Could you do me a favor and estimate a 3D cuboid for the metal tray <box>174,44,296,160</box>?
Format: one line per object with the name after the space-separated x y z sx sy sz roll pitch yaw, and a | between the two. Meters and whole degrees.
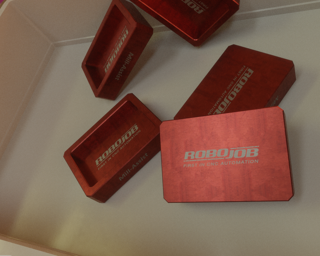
0.090 -0.035 0.376 0.090 0.030 0.130 30 78 37 | metal tray

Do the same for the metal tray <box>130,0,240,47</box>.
0.029 -0.177 0.410 0.090 0.131 0.030 -37 31 47 | metal tray

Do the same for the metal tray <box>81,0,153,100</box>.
-0.070 -0.118 0.469 0.129 0.030 0.090 -54 47 28 | metal tray

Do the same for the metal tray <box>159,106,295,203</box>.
0.067 0.031 0.327 0.130 0.030 0.090 -7 81 24 | metal tray

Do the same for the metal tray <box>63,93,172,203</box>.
-0.058 0.024 0.416 0.130 0.030 0.090 -43 51 -2 | metal tray
